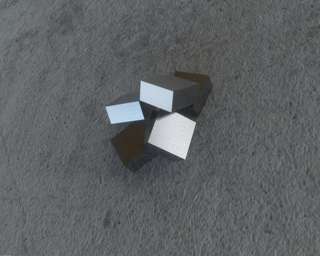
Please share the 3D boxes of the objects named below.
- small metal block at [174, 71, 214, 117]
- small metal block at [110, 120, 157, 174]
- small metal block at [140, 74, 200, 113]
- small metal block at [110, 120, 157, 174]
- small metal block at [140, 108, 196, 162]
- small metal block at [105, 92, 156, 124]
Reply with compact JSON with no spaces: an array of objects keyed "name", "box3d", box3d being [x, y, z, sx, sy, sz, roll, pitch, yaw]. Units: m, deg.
[{"name":"small metal block","box3d":[0.036,-0.046,0.414,0.050,0.025,0.050,15,69,33]},{"name":"small metal block","box3d":[-0.030,0.022,0.406,0.050,0.025,0.050,-38,51,2]},{"name":"small metal block","box3d":[0.012,-0.044,0.375,0.050,0.025,0.050,24,31,36]},{"name":"small metal block","box3d":[-0.030,0.022,0.406,0.050,0.025,0.050,-38,51,2]},{"name":"small metal block","box3d":[0.010,0.008,0.375,0.025,0.050,0.050,-30,38,61]},{"name":"small metal block","box3d":[-0.038,-0.030,0.426,0.050,0.025,0.050,-7,21,24]}]
